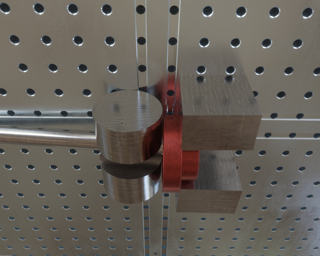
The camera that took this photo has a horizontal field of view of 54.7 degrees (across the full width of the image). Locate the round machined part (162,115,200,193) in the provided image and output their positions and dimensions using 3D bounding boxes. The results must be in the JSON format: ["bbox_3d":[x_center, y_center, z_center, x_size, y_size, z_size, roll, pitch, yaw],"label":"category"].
[{"bbox_3d":[0.024,0.032,0.391,0.042,0.098,0.097,1,130,-1],"label":"round machined part"}]

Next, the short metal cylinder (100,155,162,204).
[{"bbox_3d":[-0.038,0.055,0.421,0.081,0.080,0.050,1,131,-1],"label":"short metal cylinder"}]

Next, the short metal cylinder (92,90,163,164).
[{"bbox_3d":[-0.038,-0.003,0.373,0.081,0.080,0.050,1,131,-1],"label":"short metal cylinder"}]

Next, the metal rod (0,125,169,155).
[{"bbox_3d":[-0.121,0.014,0.407,0.302,0.025,0.025,4,130,1],"label":"metal rod"}]

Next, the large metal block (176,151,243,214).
[{"bbox_3d":[0.063,0.071,0.438,0.081,0.080,0.050,2,130,-2],"label":"large metal block"}]

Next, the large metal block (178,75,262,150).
[{"bbox_3d":[0.064,-0.020,0.360,0.081,0.080,0.050,0,130,0],"label":"large metal block"}]
